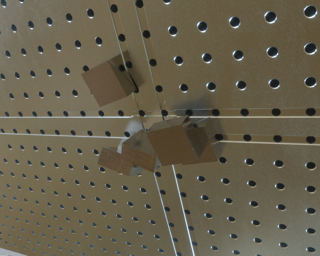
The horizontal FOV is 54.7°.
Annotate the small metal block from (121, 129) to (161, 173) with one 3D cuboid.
[{"bbox_3d":[-0.017,0.029,0.418,0.050,0.050,0.025,20,119,19],"label":"small metal block"}]

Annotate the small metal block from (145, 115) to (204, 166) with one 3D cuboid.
[{"bbox_3d":[0.018,0.016,0.378,0.050,0.025,0.050,-13,112,32],"label":"small metal block"}]

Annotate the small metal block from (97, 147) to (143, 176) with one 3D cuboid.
[{"bbox_3d":[-0.054,0.047,0.447,0.050,0.050,0.025,19,91,17],"label":"small metal block"}]

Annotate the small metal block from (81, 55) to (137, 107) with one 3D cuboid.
[{"bbox_3d":[-0.067,-0.061,0.407,0.050,0.025,0.050,-16,110,34],"label":"small metal block"}]

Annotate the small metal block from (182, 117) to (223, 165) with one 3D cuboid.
[{"bbox_3d":[0.046,0.018,0.397,0.050,0.025,0.050,-11,113,32],"label":"small metal block"}]
